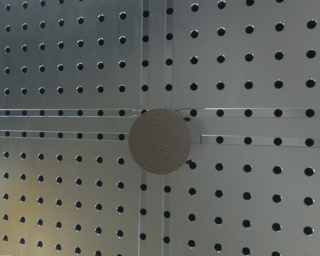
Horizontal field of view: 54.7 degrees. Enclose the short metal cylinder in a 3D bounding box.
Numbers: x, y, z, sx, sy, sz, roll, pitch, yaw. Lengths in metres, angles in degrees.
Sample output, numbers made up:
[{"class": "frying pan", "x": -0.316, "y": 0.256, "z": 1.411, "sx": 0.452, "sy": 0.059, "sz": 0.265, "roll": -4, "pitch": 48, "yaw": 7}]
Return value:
[{"class": "short metal cylinder", "x": 0.007, "y": 0.016, "z": 0.396, "sx": 0.080, "sy": 0.050, "sz": 0.079, "roll": 0, "pitch": 90, "yaw": 19}]
